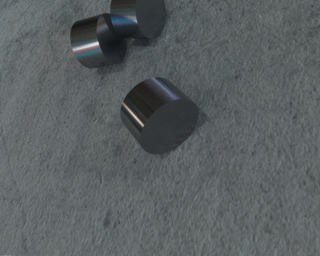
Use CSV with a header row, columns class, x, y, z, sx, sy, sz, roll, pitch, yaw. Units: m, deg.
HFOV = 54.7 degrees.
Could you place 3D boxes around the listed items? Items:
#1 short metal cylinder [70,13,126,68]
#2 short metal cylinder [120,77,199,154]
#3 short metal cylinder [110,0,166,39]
class,x,y,z,sx,sy,sz,roll,pitch,yaw
short metal cylinder,-0.099,-0.141,0.505,0.050,0.080,0.080,-5,60,26
short metal cylinder,-0.001,-0.014,0.377,0.080,0.080,0.050,-42,51,-1
short metal cylinder,-0.034,-0.185,0.498,0.050,0.080,0.080,11,68,33
